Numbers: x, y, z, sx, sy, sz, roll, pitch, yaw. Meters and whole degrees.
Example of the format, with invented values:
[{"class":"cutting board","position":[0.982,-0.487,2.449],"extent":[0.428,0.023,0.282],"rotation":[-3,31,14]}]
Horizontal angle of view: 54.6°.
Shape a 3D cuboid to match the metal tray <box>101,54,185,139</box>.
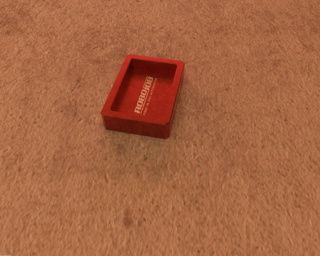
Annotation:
[{"class":"metal tray","position":[-0.020,-0.050,0.441],"extent":[0.090,0.030,0.130],"rotation":[9,51,7]}]
